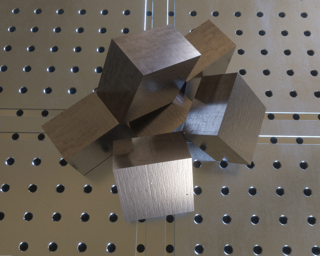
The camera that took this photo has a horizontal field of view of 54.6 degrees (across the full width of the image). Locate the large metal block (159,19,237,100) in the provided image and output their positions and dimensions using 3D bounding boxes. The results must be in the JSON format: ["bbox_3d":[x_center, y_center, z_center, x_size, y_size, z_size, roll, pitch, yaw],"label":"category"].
[{"bbox_3d":[0.046,-0.082,0.413,0.080,0.080,0.050,-37,75,-13],"label":"large metal block"}]

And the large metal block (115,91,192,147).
[{"bbox_3d":[-0.008,-0.019,0.407,0.080,0.050,0.080,-37,74,-13],"label":"large metal block"}]

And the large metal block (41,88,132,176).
[{"bbox_3d":[-0.083,0.007,0.378,0.080,0.080,0.050,-36,74,-12],"label":"large metal block"}]

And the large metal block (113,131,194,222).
[{"bbox_3d":[-0.007,0.055,0.355,0.080,0.080,0.050,-8,34,-3],"label":"large metal block"}]

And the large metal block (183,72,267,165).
[{"bbox_3d":[0.081,-0.010,0.379,0.050,0.080,0.080,2,63,45],"label":"large metal block"}]

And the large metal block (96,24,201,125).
[{"bbox_3d":[-0.014,-0.058,0.337,0.081,0.080,0.050,-27,70,-36],"label":"large metal block"}]
